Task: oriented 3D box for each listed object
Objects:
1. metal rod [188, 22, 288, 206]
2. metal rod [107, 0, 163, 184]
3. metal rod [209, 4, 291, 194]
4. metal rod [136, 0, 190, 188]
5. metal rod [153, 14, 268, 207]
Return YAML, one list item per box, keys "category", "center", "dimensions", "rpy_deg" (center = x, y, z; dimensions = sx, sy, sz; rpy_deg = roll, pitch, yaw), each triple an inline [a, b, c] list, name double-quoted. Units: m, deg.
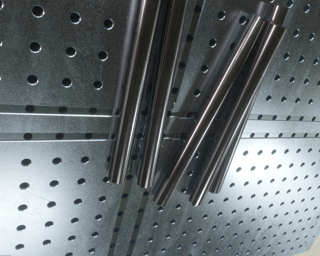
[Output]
- category: "metal rod"
  center: [0.103, -0.003, 0.452]
  dimensions: [0.025, 0.025, 0.298]
  rpy_deg: [2, 122, -30]
- category: "metal rod"
  center: [-0.027, -0.063, 0.358]
  dimensions: [0.025, 0.025, 0.298]
  rpy_deg: [-1, 119, -28]
- category: "metal rod"
  center: [0.123, -0.027, 0.464]
  dimensions: [0.025, 0.025, 0.298]
  rpy_deg: [-1, 119, -29]
- category: "metal rod"
  center: [0.003, -0.051, 0.382]
  dimensions: [0.025, 0.025, 0.298]
  rpy_deg: [-4, 120, -27]
- category: "metal rod"
  center: [0.064, -0.013, 0.440]
  dimensions: [0.025, 0.025, 0.298]
  rpy_deg: [14, 111, -35]
